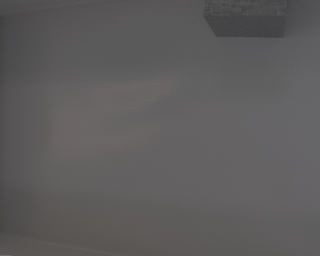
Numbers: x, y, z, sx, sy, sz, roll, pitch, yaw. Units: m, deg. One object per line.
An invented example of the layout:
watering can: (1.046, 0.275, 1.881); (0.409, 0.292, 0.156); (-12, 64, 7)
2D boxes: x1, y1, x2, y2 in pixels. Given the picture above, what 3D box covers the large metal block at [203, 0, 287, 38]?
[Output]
large metal block: (0.099, -0.137, 0.346); (0.080, 0.080, 0.050); (7, 93, 20)
